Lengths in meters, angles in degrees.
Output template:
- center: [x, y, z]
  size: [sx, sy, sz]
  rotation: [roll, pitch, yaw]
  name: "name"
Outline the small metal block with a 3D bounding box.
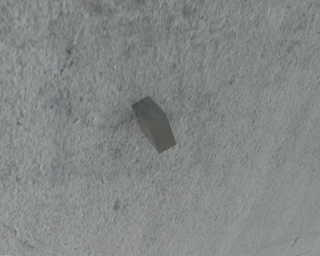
- center: [-0.008, -0.004, 0.385]
  size: [0.025, 0.050, 0.050]
  rotation: [-29, 129, -10]
  name: "small metal block"
